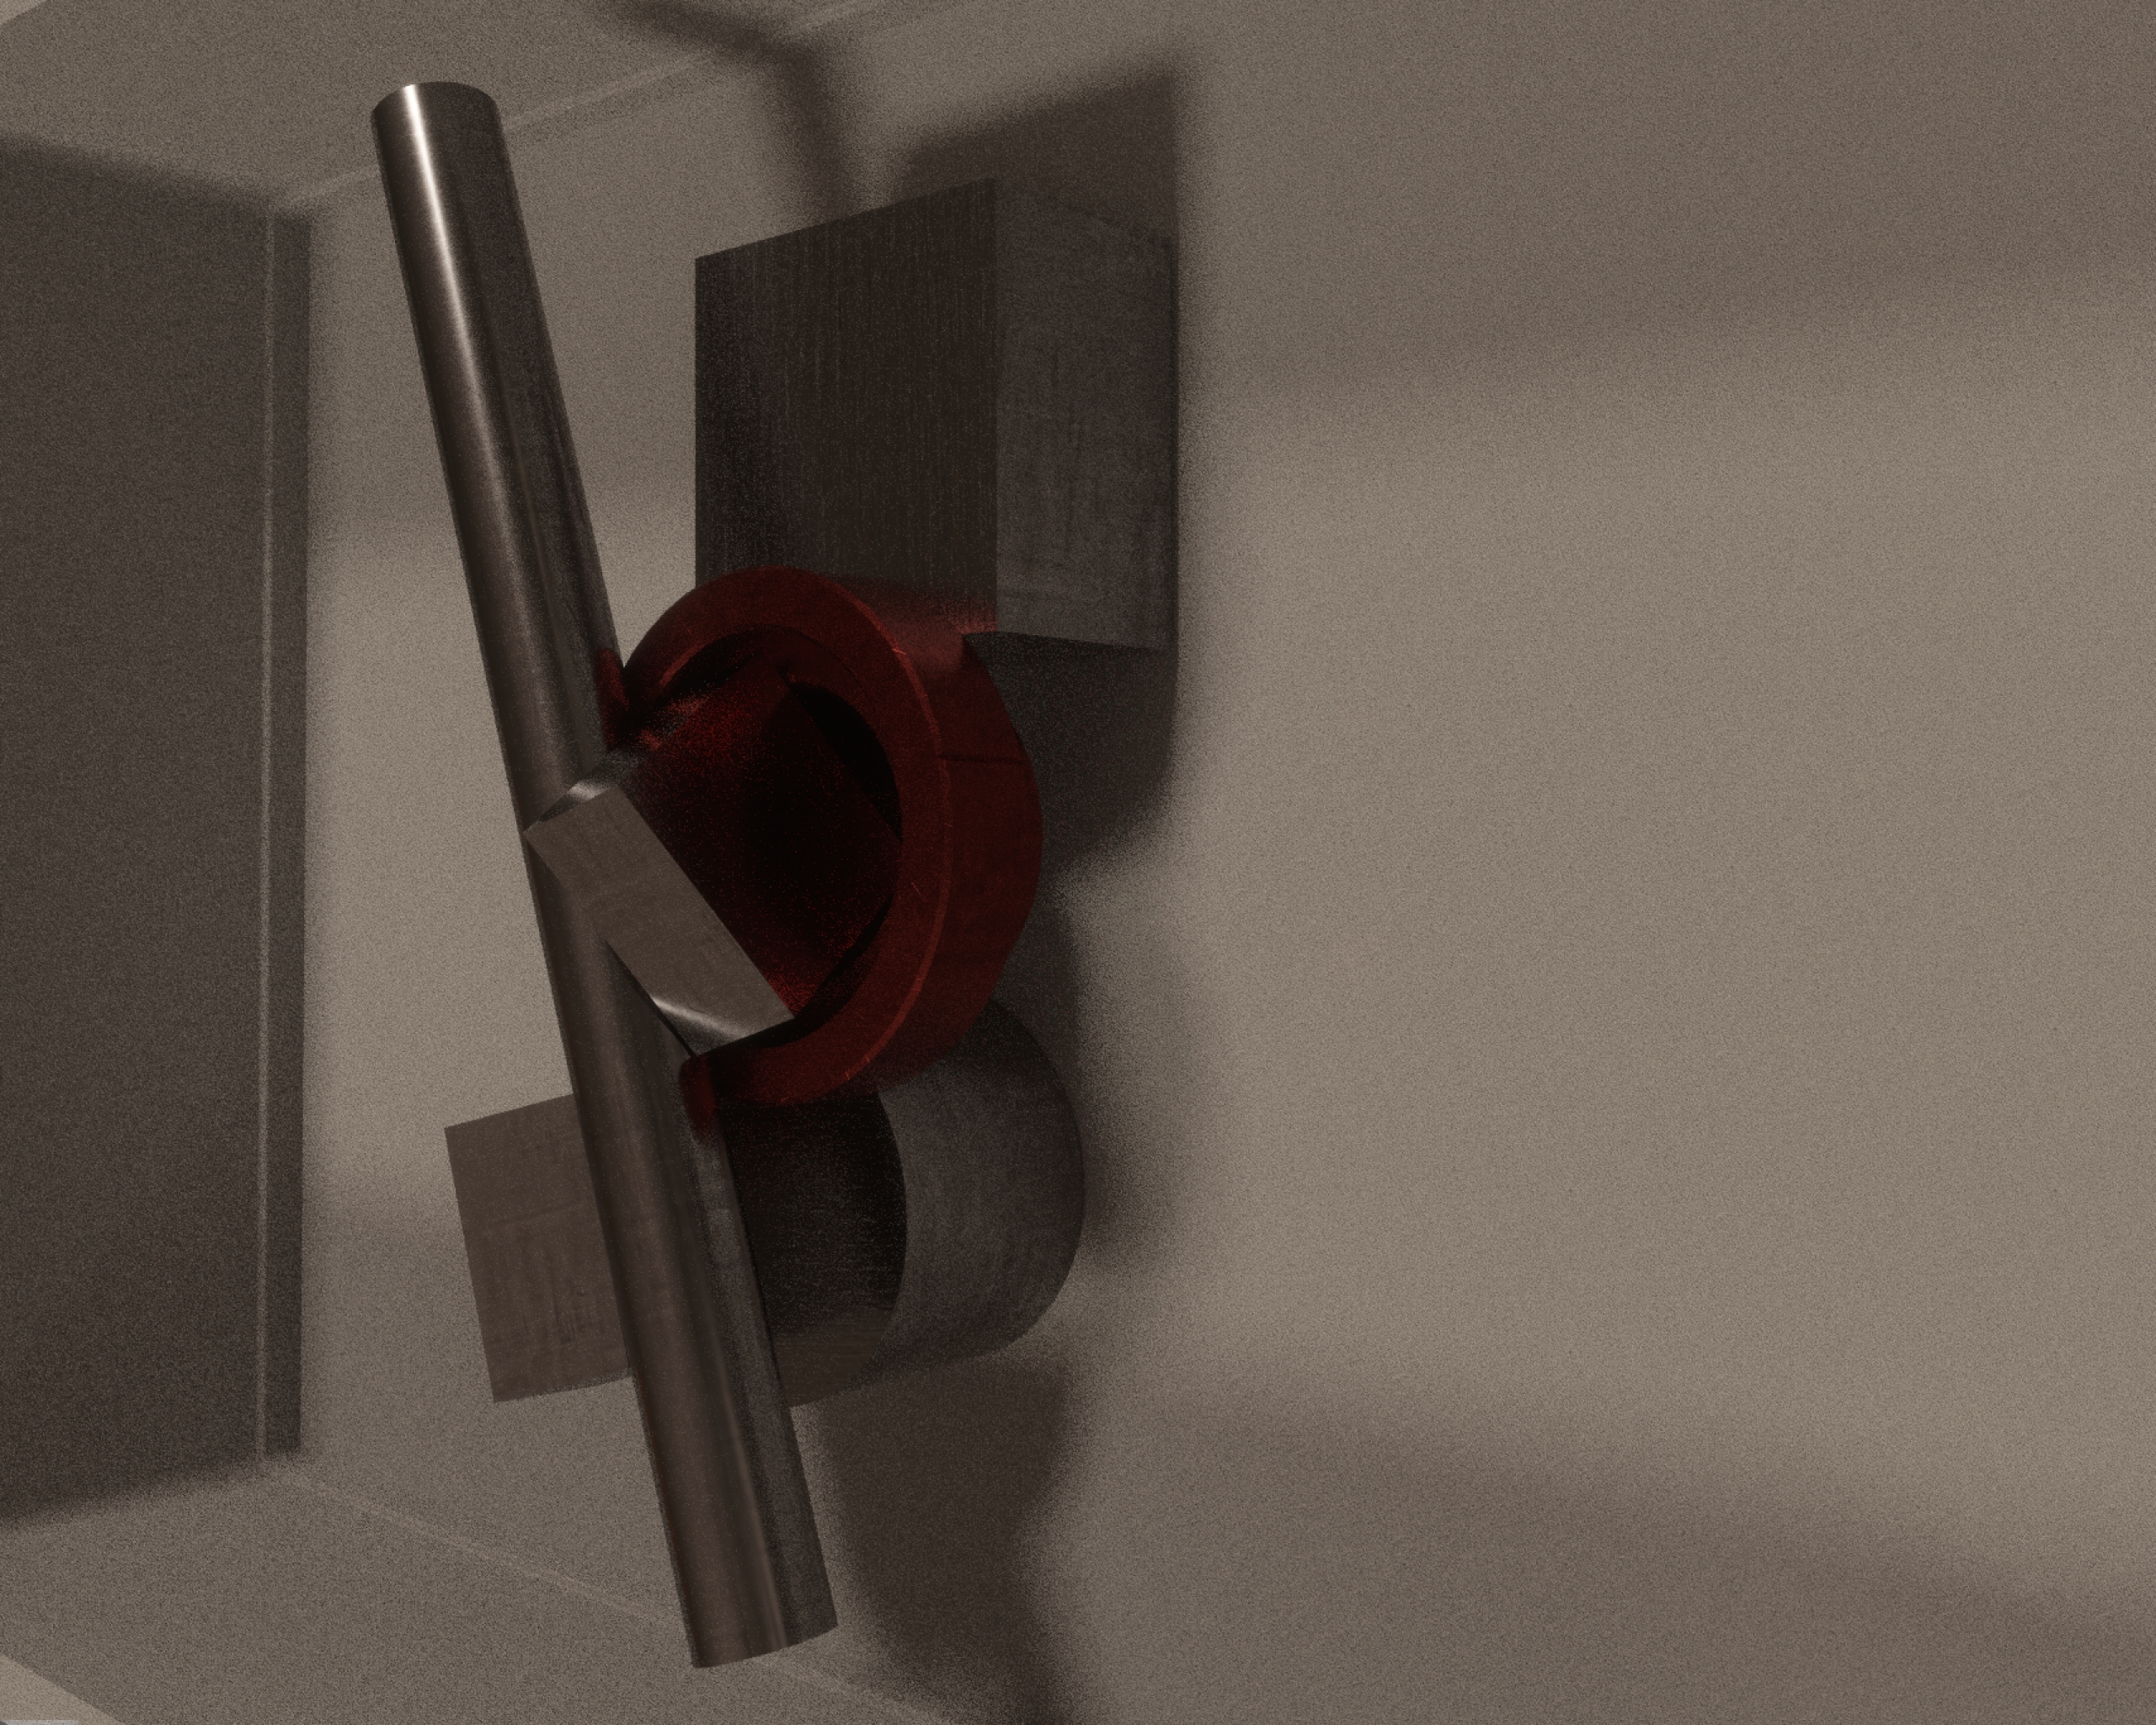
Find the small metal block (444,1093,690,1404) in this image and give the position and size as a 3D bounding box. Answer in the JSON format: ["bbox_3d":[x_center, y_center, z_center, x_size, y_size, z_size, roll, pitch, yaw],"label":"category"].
[{"bbox_3d":[-0.093,0.073,0.395,0.025,0.050,0.050,-15,78,5],"label":"small metal block"}]

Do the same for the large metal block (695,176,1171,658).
[{"bbox_3d":[-0.029,-0.080,0.409,0.080,0.050,0.079,0,90,39],"label":"large metal block"}]

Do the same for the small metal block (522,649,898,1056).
[{"bbox_3d":[-0.063,-0.002,0.375,0.025,0.050,0.050,-22,111,34],"label":"small metal block"}]

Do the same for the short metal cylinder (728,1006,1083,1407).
[{"bbox_3d":[-0.046,0.066,0.425,0.080,0.050,0.079,0,90,39],"label":"short metal cylinder"}]

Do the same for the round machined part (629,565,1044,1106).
[{"bbox_3d":[-0.045,-0.005,0.391,0.098,0.042,0.097,0,90,39],"label":"round machined part"}]

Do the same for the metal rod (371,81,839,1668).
[{"bbox_3d":[-0.091,-0.008,0.387,0.025,0.025,0.299,-24,75,37],"label":"metal rod"}]
